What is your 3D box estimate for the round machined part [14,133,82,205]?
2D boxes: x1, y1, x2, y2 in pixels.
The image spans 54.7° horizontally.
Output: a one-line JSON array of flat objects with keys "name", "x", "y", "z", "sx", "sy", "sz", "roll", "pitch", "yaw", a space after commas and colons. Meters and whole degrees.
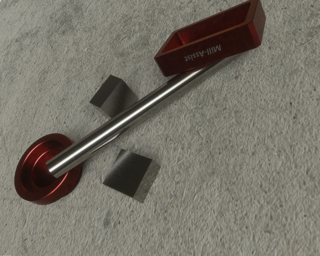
[{"name": "round machined part", "x": -0.149, "y": 0.060, "z": 0.432, "sx": 0.098, "sy": 0.042, "sz": 0.098, "roll": -13, "pitch": 56, "yaw": 20}]

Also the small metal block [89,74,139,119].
[{"name": "small metal block", "x": -0.065, "y": -0.039, "z": 0.444, "sx": 0.025, "sy": 0.050, "sz": 0.050, "roll": 26, "pitch": 76, "yaw": 36}]

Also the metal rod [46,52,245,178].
[{"name": "metal rod", "x": -0.010, "y": -0.033, "z": 0.399, "sx": 0.301, "sy": 0.025, "sz": 0.025, "roll": -34, "pitch": 51, "yaw": -6}]

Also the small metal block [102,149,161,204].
[{"name": "small metal block", "x": -0.035, "y": 0.059, "z": 0.385, "sx": 0.050, "sy": 0.025, "sz": 0.050, "roll": 16, "pitch": 70, "yaw": 34}]

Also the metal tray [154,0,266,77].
[{"name": "metal tray", "x": 0.065, "y": -0.117, "z": 0.402, "sx": 0.130, "sy": 0.030, "sz": 0.090, "roll": -13, "pitch": 32, "yaw": 32}]
